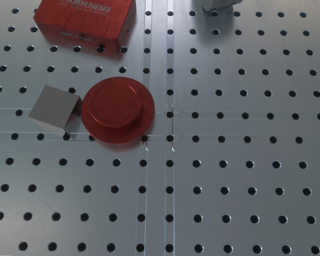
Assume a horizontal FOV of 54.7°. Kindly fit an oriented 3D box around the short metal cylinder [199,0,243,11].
[{"bbox_3d":[0.089,-0.222,0.464,0.050,0.080,0.080,-16,71,-6],"label":"short metal cylinder"}]

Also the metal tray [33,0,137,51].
[{"bbox_3d":[-0.111,-0.176,0.472,0.131,0.030,0.090,15,71,5],"label":"metal tray"}]

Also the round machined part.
[{"bbox_3d":[-0.056,-0.026,0.412,0.099,0.042,0.098,0,70,0],"label":"round machined part"}]

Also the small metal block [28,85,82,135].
[{"bbox_3d":[-0.140,-0.024,0.420,0.050,0.025,0.050,19,71,6],"label":"small metal block"}]
